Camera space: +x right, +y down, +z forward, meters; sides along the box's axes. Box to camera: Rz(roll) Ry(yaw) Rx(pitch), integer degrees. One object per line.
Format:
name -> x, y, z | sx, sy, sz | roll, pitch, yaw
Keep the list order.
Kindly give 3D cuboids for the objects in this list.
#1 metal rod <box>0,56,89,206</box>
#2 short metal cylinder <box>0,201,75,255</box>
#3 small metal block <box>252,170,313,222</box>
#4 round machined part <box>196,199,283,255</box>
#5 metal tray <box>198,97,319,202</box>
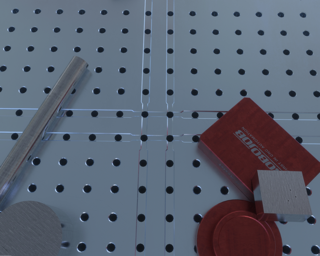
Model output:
metal rod -> -0.178, 0.032, 0.398 | 0.025, 0.025, 0.300 | 24, 72, 8
short metal cylinder -> -0.144, 0.126, 0.351 | 0.081, 0.050, 0.080 | 0, 70, 0
small metal block -> 0.134, 0.076, 0.346 | 0.050, 0.025, 0.050 | 2, 55, 0
round machined part -> 0.092, 0.131, 0.355 | 0.099, 0.042, 0.098 | 0, 70, 0
metal tray -> 0.125, 0.034, 0.397 | 0.090, 0.030, 0.130 | -40, 75, -13
